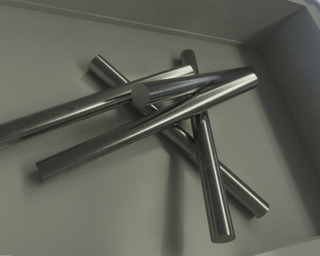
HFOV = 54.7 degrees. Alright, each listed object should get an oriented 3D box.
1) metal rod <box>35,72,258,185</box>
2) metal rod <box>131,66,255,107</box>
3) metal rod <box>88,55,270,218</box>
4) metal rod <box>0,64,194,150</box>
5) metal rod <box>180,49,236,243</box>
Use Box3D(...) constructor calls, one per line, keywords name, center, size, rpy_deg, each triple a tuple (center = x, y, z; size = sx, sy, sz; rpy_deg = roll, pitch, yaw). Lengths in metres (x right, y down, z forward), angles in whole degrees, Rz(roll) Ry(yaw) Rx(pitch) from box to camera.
Box3D(name="metal rod", center=(0.004, -0.011, 0.376), size=(0.302, 0.025, 0.025), rpy_deg=(-24, 75, -24))
Box3D(name="metal rod", center=(0.069, -0.066, 0.438), size=(0.302, 0.025, 0.025), rpy_deg=(-20, 72, -51))
Box3D(name="metal rod", center=(0.025, 0.011, 0.413), size=(0.300, 0.025, 0.025), rpy_deg=(42, 51, 0))
Box3D(name="metal rod", center=(-0.082, -0.025, 0.355), size=(0.302, 0.025, 0.025), rpy_deg=(-24, 75, -30))
Box3D(name="metal rod", center=(0.054, -0.003, 0.409), size=(0.025, 0.025, 0.300), rpy_deg=(14, 47, -21))
